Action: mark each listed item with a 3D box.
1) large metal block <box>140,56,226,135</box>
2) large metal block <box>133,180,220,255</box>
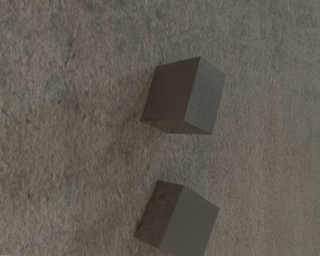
[{"bbox_3d":[0.029,-0.038,0.395,0.050,0.080,0.080,25,74,-38],"label":"large metal block"},{"bbox_3d":[0.024,0.125,0.411,0.080,0.050,0.080,38,67,-34],"label":"large metal block"}]
